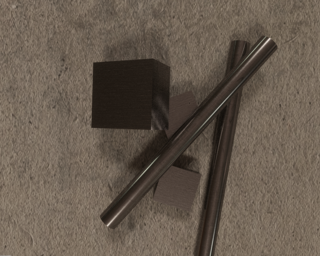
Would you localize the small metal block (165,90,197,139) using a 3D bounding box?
[{"bbox_3d":[0.026,-0.017,0.410,0.050,0.025,0.050,-20,90,-1],"label":"small metal block"}]

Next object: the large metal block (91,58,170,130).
[{"bbox_3d":[-0.035,-0.039,0.383,0.080,0.050,0.079,2,90,24],"label":"large metal block"}]

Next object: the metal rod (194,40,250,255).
[{"bbox_3d":[0.082,0.034,0.411,0.025,0.025,0.298,10,90,-1],"label":"metal rod"}]

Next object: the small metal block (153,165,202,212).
[{"bbox_3d":[0.022,0.077,0.410,0.050,0.025,0.050,18,90,-1],"label":"small metal block"}]

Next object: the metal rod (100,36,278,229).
[{"bbox_3d":[0.035,0.006,0.385,0.025,0.025,0.300,42,90,-1],"label":"metal rod"}]
